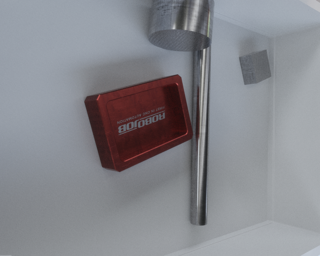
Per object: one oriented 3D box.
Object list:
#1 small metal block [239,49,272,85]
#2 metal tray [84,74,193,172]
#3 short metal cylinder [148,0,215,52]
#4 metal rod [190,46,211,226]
[{"bbox_3d":[0.171,-0.109,0.553,0.050,0.025,0.050,-25,106,-37],"label":"small metal block"},{"bbox_3d":[-0.020,-0.011,0.388,0.131,0.030,0.089,-22,104,-38],"label":"metal tray"},{"bbox_3d":[0.027,-0.135,0.396,0.081,0.080,0.050,8,85,-40],"label":"short metal cylinder"},{"bbox_3d":[0.061,-0.009,0.460,0.025,0.025,0.298,2,89,-40],"label":"metal rod"}]
